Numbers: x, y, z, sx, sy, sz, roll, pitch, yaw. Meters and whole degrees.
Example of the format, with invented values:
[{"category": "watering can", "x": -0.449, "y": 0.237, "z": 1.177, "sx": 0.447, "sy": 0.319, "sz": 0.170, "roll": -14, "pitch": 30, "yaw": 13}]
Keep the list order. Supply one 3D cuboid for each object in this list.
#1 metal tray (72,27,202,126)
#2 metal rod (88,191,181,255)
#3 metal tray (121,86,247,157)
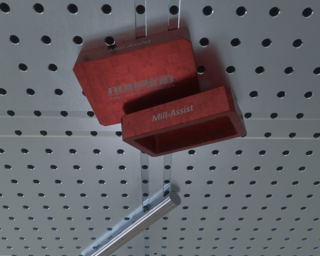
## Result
[{"category": "metal tray", "x": -0.021, "y": -0.055, "z": 0.361, "sx": 0.131, "sy": 0.030, "sz": 0.090, "roll": -11, "pitch": 130, "yaw": 9}, {"category": "metal rod", "x": -0.068, "y": 0.205, "z": 0.585, "sx": 0.025, "sy": 0.025, "sz": 0.299, "roll": 31, "pitch": 123, "yaw": -24}, {"category": "metal tray", "x": 0.031, "y": -0.002, "z": 0.374, "sx": 0.130, "sy": 0.030, "sz": 0.090, "roll": -15, "pitch": 157, "yaw": 18}]
